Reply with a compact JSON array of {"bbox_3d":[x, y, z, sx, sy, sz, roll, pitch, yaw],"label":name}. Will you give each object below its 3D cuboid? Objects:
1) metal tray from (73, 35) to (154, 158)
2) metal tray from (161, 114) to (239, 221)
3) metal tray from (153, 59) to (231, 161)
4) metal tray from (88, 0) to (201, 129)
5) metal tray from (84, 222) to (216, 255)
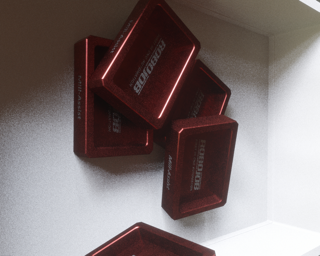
[{"bbox_3d":[-0.052,-0.033,0.361,0.091,0.030,0.129,0,90,-40],"label":"metal tray"},{"bbox_3d":[0.052,0.051,0.412,0.091,0.030,0.129,-8,113,-27],"label":"metal tray"},{"bbox_3d":[0.049,-0.021,0.446,0.090,0.030,0.130,35,68,-35],"label":"metal tray"},{"bbox_3d":[-0.011,-0.074,0.355,0.090,0.030,0.130,40,66,-33],"label":"metal tray"},{"bbox_3d":[-0.014,0.149,0.329,0.091,0.130,0.030,-23,105,-38],"label":"metal tray"}]
